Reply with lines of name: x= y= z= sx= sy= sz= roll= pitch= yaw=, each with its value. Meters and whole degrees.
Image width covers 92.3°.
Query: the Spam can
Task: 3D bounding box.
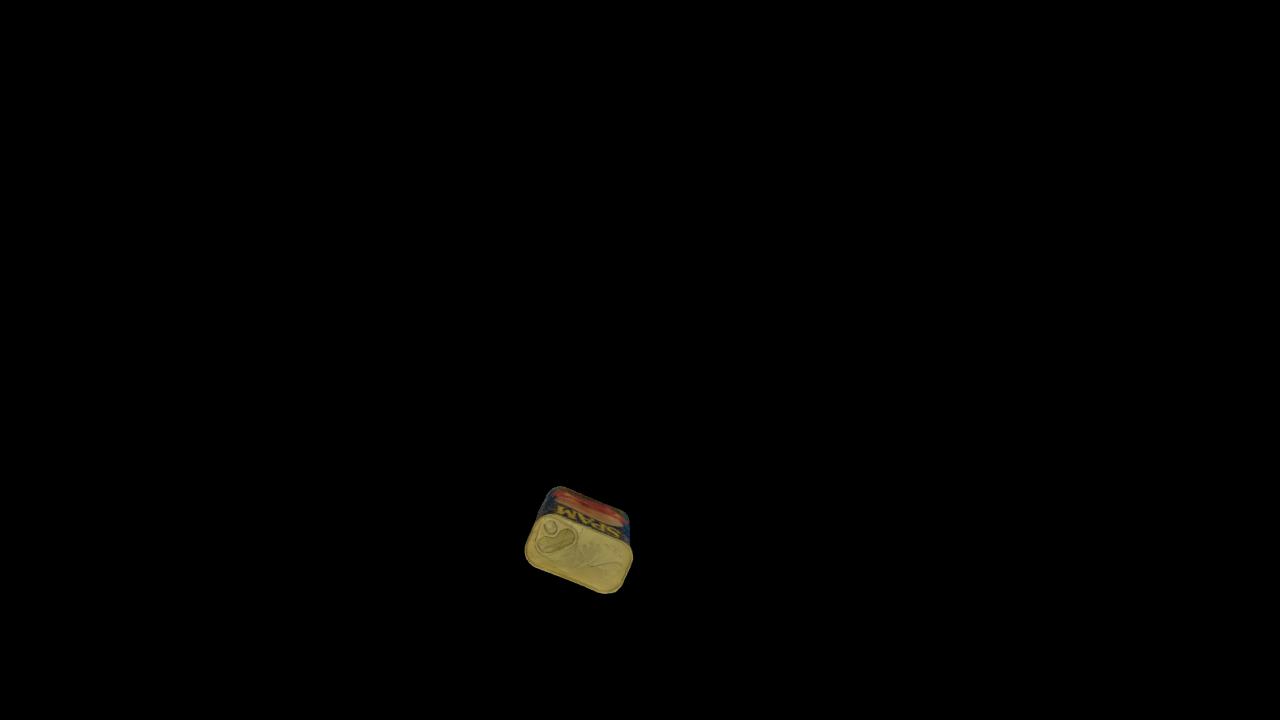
Spam can: x=-0.059 y=0.178 z=0.624 sx=0.101 sy=0.058 sz=0.085 roll=24 pitch=7 yaw=-4
